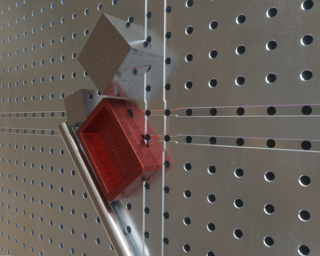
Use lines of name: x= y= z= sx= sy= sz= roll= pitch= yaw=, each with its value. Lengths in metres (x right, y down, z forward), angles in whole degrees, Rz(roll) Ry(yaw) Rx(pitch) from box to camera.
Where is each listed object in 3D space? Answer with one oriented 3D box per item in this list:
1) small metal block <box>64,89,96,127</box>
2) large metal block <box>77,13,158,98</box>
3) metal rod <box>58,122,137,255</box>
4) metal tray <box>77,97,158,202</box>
small metal block: x=-0.131 y=-0.032 z=0.515 sx=0.050 sy=0.025 sz=0.050 roll=-19 pitch=78 yaw=38
large metal block: x=-0.063 y=-0.102 z=0.443 sx=0.080 sy=0.050 sz=0.080 roll=-51 pitch=60 yaw=27
metal rod: x=-0.093 y=0.112 z=0.483 sx=0.025 sy=0.025 sz=0.299 roll=-47 pitch=62 yaw=29
metal tray: x=-0.068 y=0.031 z=0.459 sx=0.090 sy=0.030 sz=0.130 roll=-45 pitch=64 yaw=30
